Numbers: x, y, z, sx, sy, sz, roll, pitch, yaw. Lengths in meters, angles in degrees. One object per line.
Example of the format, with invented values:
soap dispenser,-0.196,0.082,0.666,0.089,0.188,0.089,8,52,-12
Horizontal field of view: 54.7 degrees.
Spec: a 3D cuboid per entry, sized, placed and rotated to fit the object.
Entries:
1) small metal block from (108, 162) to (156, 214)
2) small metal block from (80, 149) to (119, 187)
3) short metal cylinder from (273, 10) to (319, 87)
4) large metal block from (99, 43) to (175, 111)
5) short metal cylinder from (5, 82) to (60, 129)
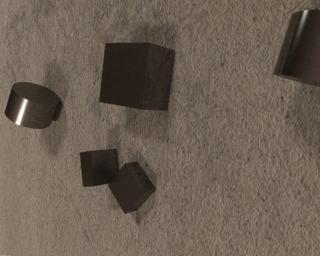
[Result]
small metal block,-0.040,0.083,0.436,0.050,0.025,0.050,-52,60,27
small metal block,-0.088,0.058,0.459,0.025,0.050,0.050,-11,83,39
short metal cylinder,0.141,-0.059,0.252,0.080,0.081,0.050,23,104,37
large metal block,-0.032,-0.068,0.413,0.080,0.050,0.079,12,98,39
short metal cylinder,-0.227,-0.041,0.553,0.080,0.081,0.050,41,115,32
